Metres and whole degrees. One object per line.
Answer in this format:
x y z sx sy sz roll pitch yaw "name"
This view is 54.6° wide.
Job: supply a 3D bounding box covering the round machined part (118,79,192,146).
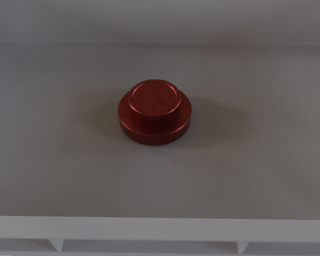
-0.007 -0.028 0.414 0.099 0.042 0.098 0 50 0 "round machined part"
